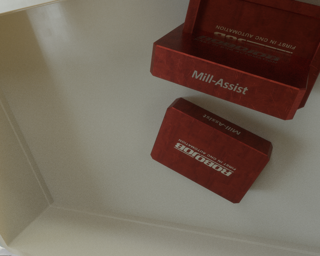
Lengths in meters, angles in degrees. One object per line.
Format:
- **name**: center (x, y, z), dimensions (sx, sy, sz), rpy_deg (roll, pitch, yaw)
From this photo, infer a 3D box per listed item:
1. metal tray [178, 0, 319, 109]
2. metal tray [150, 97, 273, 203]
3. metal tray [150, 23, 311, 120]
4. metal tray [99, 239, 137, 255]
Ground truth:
- **metal tray**: center (0.087, -0.081, 0.297), dimensions (0.130, 0.030, 0.089), rpy_deg (20, 117, 14)
- **metal tray**: center (0.060, 0.029, 0.392), dimensions (0.130, 0.030, 0.089), rpy_deg (28, 128, 10)
- **metal tray**: center (0.068, -0.061, 0.292), dimensions (0.130, 0.090, 0.030), rpy_deg (21, 128, 15)
- **metal tray**: center (-0.089, 0.292, 0.636), dimensions (0.090, 0.030, 0.129), rpy_deg (33, 129, 6)
